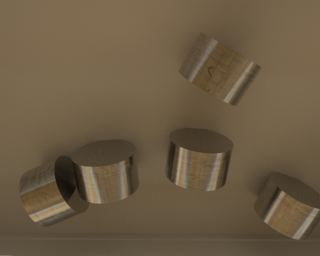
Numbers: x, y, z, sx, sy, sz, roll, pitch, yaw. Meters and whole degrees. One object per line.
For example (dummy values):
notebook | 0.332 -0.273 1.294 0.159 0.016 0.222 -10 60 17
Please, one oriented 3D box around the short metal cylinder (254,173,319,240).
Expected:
short metal cylinder | 0.177 0.105 0.423 0.080 0.080 0.050 19 109 -8

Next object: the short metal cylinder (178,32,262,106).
short metal cylinder | 0.069 -0.068 0.358 0.080 0.080 0.050 27 108 -10

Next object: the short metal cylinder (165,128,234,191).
short metal cylinder | 0.049 0.038 0.397 0.081 0.080 0.050 5 110 -3

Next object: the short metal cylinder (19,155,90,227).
short metal cylinder | -0.137 0.083 0.411 0.050 0.080 0.080 -24 109 8

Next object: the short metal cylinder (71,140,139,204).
short metal cylinder | -0.069 0.054 0.401 0.081 0.080 0.050 -4 110 1
